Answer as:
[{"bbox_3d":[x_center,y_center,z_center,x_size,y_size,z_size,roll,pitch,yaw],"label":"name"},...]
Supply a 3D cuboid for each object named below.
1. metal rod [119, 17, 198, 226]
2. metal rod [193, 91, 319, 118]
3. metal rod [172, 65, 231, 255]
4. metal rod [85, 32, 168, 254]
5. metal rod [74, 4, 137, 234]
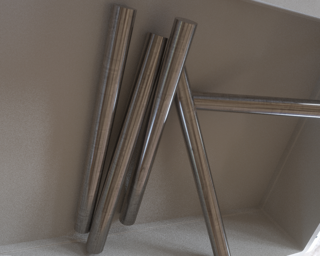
[{"bbox_3d":[-0.011,0.013,0.395,0.025,0.025,0.298,0,123,-29],"label":"metal rod"},{"bbox_3d":[0.191,-0.027,0.414,0.302,0.025,0.025,4,120,-1],"label":"metal rod"},{"bbox_3d":[0.058,0.063,0.421,0.025,0.025,0.298,-21,109,-16],"label":"metal rod"},{"bbox_3d":[-0.047,0.032,0.388,0.025,0.025,0.298,7,110,-32],"label":"metal rod"},{"bbox_3d":[-0.072,0.008,0.374,0.025,0.025,0.298,1,118,-29],"label":"metal rod"}]
